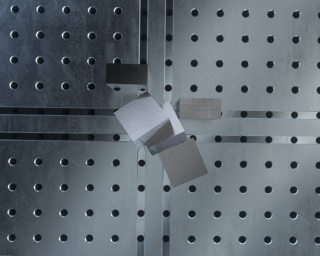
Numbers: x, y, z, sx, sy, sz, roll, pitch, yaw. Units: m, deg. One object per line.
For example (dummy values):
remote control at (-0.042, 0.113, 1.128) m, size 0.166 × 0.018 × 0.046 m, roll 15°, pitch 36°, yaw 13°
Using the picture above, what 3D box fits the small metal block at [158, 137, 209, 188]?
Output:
small metal block at (0.030, 0.045, 0.414) m, size 0.050 × 0.025 × 0.050 m, roll -23°, pitch 90°, yaw -1°

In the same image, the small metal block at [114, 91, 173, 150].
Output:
small metal block at (-0.021, -0.010, 0.384) m, size 0.050 × 0.025 × 0.050 m, roll -34°, pitch 60°, yaw -6°

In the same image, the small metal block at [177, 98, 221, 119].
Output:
small metal block at (0.049, -0.024, 0.402) m, size 0.050 × 0.050 × 0.025 m, roll 1°, pitch 90°, yaw -1°

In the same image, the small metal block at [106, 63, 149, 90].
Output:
small metal block at (-0.040, -0.066, 0.400) m, size 0.050 × 0.050 × 0.025 m, roll 2°, pitch 90°, yaw -1°

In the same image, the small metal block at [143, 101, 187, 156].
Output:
small metal block at (0.001, 0.001, 0.402) m, size 0.050 × 0.025 × 0.050 m, roll -25°, pitch 60°, yaw -1°
